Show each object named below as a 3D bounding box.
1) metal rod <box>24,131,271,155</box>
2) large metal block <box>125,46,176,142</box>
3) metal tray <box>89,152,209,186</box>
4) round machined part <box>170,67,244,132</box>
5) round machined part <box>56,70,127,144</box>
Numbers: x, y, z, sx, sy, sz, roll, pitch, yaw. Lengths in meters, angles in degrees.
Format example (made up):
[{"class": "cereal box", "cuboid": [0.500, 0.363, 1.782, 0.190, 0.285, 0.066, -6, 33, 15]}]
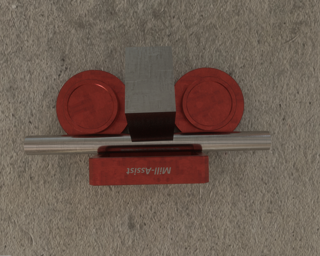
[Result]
[{"class": "metal rod", "cuboid": [-0.014, 0.019, 0.390, 0.302, 0.025, 0.025, -1, 90, -1]}, {"class": "large metal block", "cuboid": [-0.011, -0.036, 0.357, 0.050, 0.080, 0.080, -2, 67, -1]}, {"class": "metal tray", "cuboid": [-0.012, 0.046, 0.378, 0.131, 0.090, 0.030, -1, 90, -1]}, {"class": "round machined part", "cuboid": [0.061, -0.031, 0.403, 0.099, 0.042, 0.097, 0, 90, -1]}, {"class": "round machined part", "cuboid": [-0.085, -0.027, 0.400, 0.099, 0.042, 0.097, 0, 90, -1]}]
